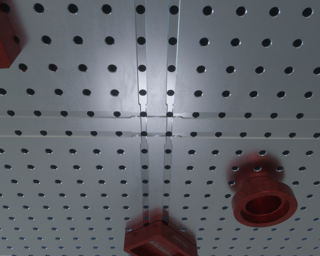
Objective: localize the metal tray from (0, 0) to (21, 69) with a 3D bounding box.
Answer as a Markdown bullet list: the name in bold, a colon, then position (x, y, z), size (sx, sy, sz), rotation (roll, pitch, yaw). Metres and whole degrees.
- **metal tray**: position (-0.226, -0.104, 0.317), size (0.131, 0.030, 0.089), rotation (-3, 130, 2)

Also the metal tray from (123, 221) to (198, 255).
- **metal tray**: position (0.003, 0.238, 0.611), size (0.090, 0.030, 0.130), rotation (-30, 124, 23)

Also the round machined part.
- **round machined part**: position (0.165, 0.116, 0.501), size (0.099, 0.042, 0.097), rotation (0, 130, 0)
